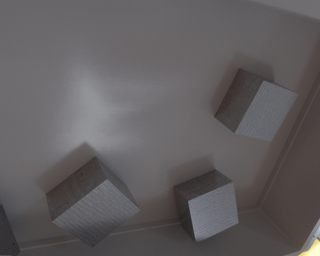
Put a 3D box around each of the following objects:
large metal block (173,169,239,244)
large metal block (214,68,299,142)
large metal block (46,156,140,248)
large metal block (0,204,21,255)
[{"bbox_3d":[0.075,0.125,0.501,0.081,0.050,0.079,-19,112,-18],"label":"large metal block"},{"bbox_3d":[0.140,-0.032,0.451,0.081,0.050,0.079,11,113,-34],"label":"large metal block"},{"bbox_3d":[-0.087,0.098,0.407,0.080,0.050,0.080,-38,130,-3],"label":"large metal block"},{"bbox_3d":[-0.209,0.132,0.333,0.080,0.050,0.079,-55,150,-53],"label":"large metal block"}]
